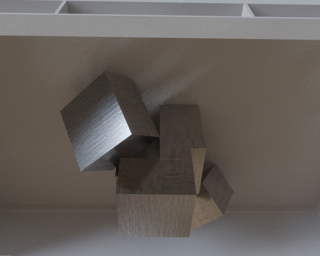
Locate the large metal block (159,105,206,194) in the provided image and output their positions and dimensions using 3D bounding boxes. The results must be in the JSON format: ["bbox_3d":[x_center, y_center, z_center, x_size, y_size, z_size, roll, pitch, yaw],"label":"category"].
[{"bbox_3d":[0.024,0.027,0.392,0.050,0.080,0.079,1,130,-1],"label":"large metal block"}]

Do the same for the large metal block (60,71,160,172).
[{"bbox_3d":[-0.059,-0.005,0.357,0.080,0.080,0.050,-35,157,26],"label":"large metal block"}]

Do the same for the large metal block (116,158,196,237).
[{"bbox_3d":[-0.005,0.080,0.353,0.081,0.050,0.079,1,130,-1],"label":"large metal block"}]

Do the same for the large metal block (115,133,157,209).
[{"bbox_3d":[-0.029,0.063,0.424,0.050,0.080,0.079,1,130,-1],"label":"large metal block"}]

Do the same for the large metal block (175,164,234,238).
[{"bbox_3d":[0.053,0.103,0.449,0.080,0.080,0.050,-34,87,25],"label":"large metal block"}]
